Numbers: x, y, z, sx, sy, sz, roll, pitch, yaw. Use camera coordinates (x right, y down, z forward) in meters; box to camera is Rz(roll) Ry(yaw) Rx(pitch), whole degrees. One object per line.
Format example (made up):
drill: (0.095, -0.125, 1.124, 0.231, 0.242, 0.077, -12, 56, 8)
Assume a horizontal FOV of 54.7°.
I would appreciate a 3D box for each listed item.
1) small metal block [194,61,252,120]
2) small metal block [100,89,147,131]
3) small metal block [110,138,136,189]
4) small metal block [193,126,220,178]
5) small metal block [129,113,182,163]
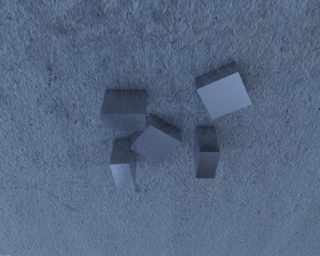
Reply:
small metal block: (0.075, -0.044, 0.370, 0.050, 0.025, 0.050, -22, 127, 17)
small metal block: (-0.041, -0.022, 0.371, 0.050, 0.050, 0.025, 0, 130, -1)
small metal block: (-0.050, 0.049, 0.432, 0.025, 0.050, 0.050, -4, 130, 3)
small metal block: (0.061, 0.033, 0.419, 0.025, 0.050, 0.050, 1, 130, -1)
small metal block: (-0.007, 0.015, 0.420, 0.050, 0.025, 0.050, 29, 124, -23)
